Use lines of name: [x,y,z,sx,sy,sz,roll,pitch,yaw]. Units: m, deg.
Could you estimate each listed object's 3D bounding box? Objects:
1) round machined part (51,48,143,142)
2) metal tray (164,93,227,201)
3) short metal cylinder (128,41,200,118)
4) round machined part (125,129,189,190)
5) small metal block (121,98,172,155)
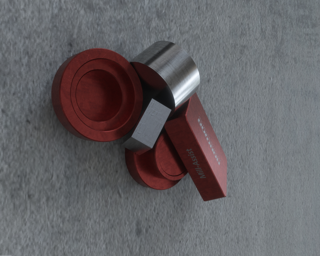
round machined part: [-0.070,-0.034,0.338,0.099,0.042,0.097,0,90,-40]
metal tray: [0.053,0.022,0.421,0.130,0.030,0.090,61,24,-22]
short metal cylinder: [0.000,-0.057,0.373,0.050,0.080,0.080,-45,118,-31]
round machined part: [0.007,0.032,0.403,0.099,0.042,0.097,0,90,-40]
small metal block: [-0.017,0.000,0.355,0.025,0.050,0.050,31,69,-10]
